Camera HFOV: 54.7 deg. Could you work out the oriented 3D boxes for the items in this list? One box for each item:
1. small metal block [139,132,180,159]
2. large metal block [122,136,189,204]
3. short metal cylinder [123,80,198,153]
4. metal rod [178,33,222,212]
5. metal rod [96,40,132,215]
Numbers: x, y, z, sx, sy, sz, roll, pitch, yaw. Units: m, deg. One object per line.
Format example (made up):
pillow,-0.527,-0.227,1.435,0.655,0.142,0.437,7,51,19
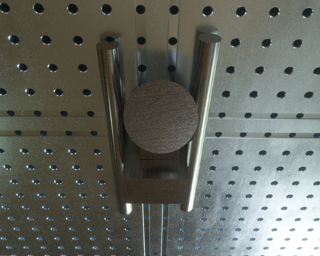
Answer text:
small metal block,-0.001,0.014,0.407,0.050,0.050,0.025,1,130,-2
large metal block,-0.006,0.054,0.418,0.081,0.080,0.050,1,130,-1
short metal cylinder,0.001,-0.011,0.358,0.081,0.050,0.080,0,86,-1
metal rod,0.048,0.017,0.427,0.025,0.025,0.298,1,130,-1
metal rod,-0.058,0.024,0.431,0.025,0.025,0.298,0,130,-1
